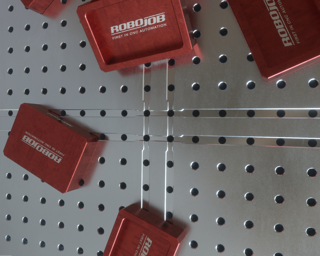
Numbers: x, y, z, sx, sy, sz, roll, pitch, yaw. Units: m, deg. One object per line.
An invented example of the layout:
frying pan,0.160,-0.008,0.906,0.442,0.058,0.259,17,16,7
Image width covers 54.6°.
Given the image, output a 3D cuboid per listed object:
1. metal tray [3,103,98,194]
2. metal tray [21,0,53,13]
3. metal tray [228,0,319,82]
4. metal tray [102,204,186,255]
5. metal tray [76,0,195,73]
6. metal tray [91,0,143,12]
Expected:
metal tray,-0.168,0.028,0.470,0.130,0.030,0.090,27,99,18
metal tray,-0.201,-0.257,0.481,0.090,0.030,0.130,-41,77,15
metal tray,0.139,-0.131,0.360,0.090,0.030,0.130,-24,82,18
metal tray,-0.031,0.182,0.421,0.090,0.030,0.129,23,98,18
metal tray,-0.029,-0.129,0.397,0.130,0.030,0.090,-9,120,19
metal tray,-0.033,-0.195,0.390,0.130,0.090,0.030,-12,86,19
